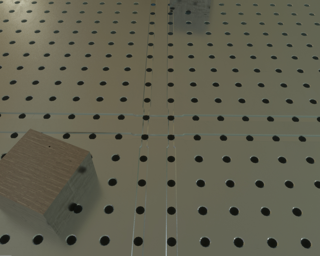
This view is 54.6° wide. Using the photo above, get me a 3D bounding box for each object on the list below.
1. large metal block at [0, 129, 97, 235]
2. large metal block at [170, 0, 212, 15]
[{"bbox_3d":[-0.130,0.057,0.343,0.080,0.050,0.080,19,53,15],"label":"large metal block"},{"bbox_3d":[0.068,-0.277,0.625,0.080,0.050,0.080,10,51,8],"label":"large metal block"}]
